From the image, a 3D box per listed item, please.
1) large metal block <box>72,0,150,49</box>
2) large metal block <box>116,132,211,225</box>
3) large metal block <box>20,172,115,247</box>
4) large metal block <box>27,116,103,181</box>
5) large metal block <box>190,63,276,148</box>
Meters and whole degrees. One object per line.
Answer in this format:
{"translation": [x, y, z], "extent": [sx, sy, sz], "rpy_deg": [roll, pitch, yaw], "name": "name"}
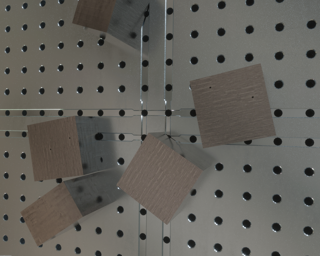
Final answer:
{"translation": [-0.059, -0.157, 0.403], "extent": [0.050, 0.080, 0.080], "rpy_deg": [20, 97, 18], "name": "large metal block"}
{"translation": [0.006, 0.061, 0.397], "extent": [0.080, 0.050, 0.080], "rpy_deg": [35, 101, 16], "name": "large metal block"}
{"translation": [-0.124, 0.108, 0.426], "extent": [0.080, 0.080, 0.050], "rpy_deg": [-35, 79, 16], "name": "large metal block"}
{"translation": [-0.136, 0.029, 0.446], "extent": [0.080, 0.050, 0.080], "rpy_deg": [-10, 87, 19], "name": "large metal block"}
{"translation": [0.088, -0.023, 0.368], "extent": [0.080, 0.050, 0.080], "rpy_deg": [-12, 86, 19], "name": "large metal block"}
